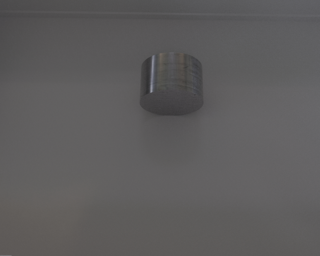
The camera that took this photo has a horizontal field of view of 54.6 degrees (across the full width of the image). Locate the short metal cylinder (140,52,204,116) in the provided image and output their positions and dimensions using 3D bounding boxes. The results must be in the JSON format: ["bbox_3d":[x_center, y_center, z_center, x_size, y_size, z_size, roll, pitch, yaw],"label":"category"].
[{"bbox_3d":[0.015,-0.054,0.400,0.080,0.080,0.050,1,70,0],"label":"short metal cylinder"}]
